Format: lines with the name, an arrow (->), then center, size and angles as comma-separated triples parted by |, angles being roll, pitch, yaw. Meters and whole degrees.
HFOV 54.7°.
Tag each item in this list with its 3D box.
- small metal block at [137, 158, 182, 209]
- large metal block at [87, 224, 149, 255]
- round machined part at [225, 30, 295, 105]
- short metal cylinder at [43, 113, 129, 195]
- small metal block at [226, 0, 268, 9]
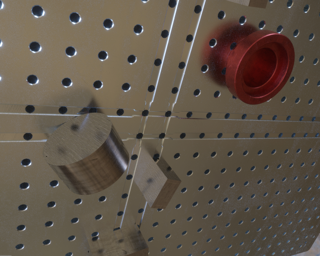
small metal block -> -0.002, 0.080, 0.445 | 0.025, 0.050, 0.050 | 17, 110, -35
large metal block -> -0.066, 0.209, 0.490 | 0.081, 0.050, 0.079 | -11, 123, -23
round machined part -> 0.130, -0.084, 0.421 | 0.099, 0.042, 0.097 | -14, 125, -21
short metal cylinder -> -0.082, 0.028, 0.349 | 0.080, 0.080, 0.050 | -30, 129, -9
small metal block -> 0.100, -0.166, 0.349 | 0.025, 0.050, 0.050 | -5, 121, -27
